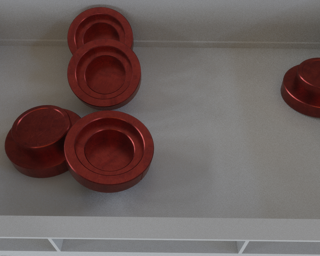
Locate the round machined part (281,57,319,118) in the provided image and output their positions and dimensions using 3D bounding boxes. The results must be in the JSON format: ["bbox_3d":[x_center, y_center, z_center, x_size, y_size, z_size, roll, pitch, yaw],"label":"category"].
[{"bbox_3d":[0.229,-0.064,0.444,0.099,0.042,0.098,-3,49,4],"label":"round machined part"}]

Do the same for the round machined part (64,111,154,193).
[{"bbox_3d":[-0.059,0.030,0.360,0.099,0.042,0.098,6,54,-8],"label":"round machined part"}]

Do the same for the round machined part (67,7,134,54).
[{"bbox_3d":[-0.091,-0.134,0.487,0.099,0.042,0.097,0,83,-2],"label":"round machined part"}]

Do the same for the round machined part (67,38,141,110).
[{"bbox_3d":[-0.075,-0.072,0.436,0.099,0.042,0.098,0,80,-2],"label":"round machined part"}]

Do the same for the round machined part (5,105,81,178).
[{"bbox_3d":[-0.142,0.009,0.385,0.099,0.042,0.098,0,50,0],"label":"round machined part"}]
